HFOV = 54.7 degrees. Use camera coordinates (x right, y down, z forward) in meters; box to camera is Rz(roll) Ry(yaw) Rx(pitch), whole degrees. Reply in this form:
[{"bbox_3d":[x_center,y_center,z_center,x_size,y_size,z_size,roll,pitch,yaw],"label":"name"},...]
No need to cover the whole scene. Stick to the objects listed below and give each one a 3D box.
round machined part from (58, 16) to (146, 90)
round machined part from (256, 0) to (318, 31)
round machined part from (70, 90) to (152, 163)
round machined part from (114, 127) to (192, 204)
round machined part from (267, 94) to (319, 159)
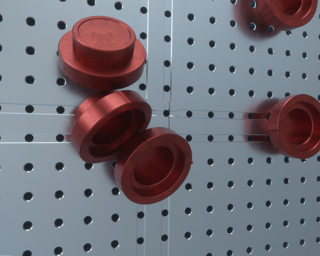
[{"bbox_3d":[-0.064,-0.091,0.352,0.099,0.042,0.098,8,48,-8],"label":"round machined part"},{"bbox_3d":[0.188,-0.197,0.475,0.099,0.042,0.097,0,90,-21],"label":"round machined part"},{"bbox_3d":[-0.061,-0.007,0.362,0.098,0.098,0.042,-35,66,-17],"label":"round machined part"},{"bbox_3d":[-0.012,0.043,0.387,0.099,0.042,0.097,-16,121,-27],"label":"round machined part"},{"bbox_3d":[0.208,-0.002,0.483,0.099,0.042,0.097,0,90,-21],"label":"round machined part"}]
